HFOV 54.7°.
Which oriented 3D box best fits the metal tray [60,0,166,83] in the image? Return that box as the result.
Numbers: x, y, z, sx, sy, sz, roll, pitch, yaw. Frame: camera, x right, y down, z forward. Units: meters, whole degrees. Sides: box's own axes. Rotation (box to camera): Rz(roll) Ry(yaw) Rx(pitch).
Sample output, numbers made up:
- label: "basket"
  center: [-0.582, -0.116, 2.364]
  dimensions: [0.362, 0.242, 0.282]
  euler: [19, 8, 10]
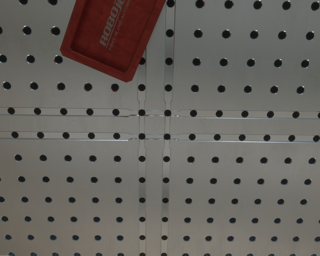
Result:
- label: "metal tray"
  center: [-0.051, -0.130, 0.361]
  dimensions: [0.090, 0.030, 0.129]
  euler: [23, 108, -9]
